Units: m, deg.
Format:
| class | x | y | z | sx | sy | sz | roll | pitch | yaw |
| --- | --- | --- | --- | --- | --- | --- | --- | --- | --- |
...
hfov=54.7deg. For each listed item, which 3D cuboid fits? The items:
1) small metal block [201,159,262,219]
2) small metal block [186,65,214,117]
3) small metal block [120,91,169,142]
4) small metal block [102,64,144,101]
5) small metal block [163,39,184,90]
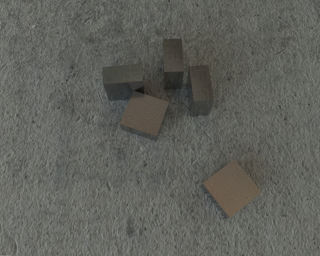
| class | x | y | z | sx | sy | sz | roll | pitch | yaw |
| --- | --- | --- | --- | --- | --- | --- | --- | --- | --- |
| small metal block | 0.086 | 0.075 | 0.381 | 0.050 | 0.025 | 0.050 | -34 | 74 | -12 |
| small metal block | 0.052 | -0.048 | 0.413 | 0.025 | 0.050 | 0.050 | -5 | 70 | -2 |
| small metal block | -0.020 | -0.016 | 0.413 | 0.050 | 0.025 | 0.050 | 18 | 71 | 6 |
| small metal block | -0.048 | -0.060 | 0.416 | 0.050 | 0.050 | 0.025 | -6 | 70 | -2 |
| small metal block | 0.017 | -0.087 | 0.427 | 0.025 | 0.050 | 0.050 | -2 | 70 | -1 |
